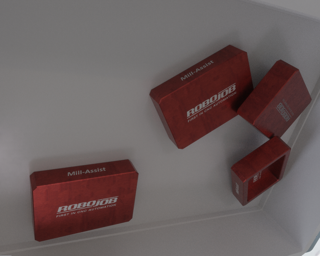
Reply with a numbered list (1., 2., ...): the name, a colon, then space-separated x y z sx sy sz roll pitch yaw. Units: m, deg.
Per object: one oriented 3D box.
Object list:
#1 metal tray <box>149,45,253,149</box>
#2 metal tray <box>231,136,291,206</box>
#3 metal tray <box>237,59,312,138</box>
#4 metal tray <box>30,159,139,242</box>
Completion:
1. metal tray: 0.061 -0.040 0.414 0.131 0.030 0.090 -31 129 -8
2. metal tray: 0.165 0.076 0.516 0.090 0.030 0.130 -33 147 -6
3. metal tray: 0.172 -0.033 0.455 0.090 0.030 0.131 -53 145 9
4. metal tray: -0.098 0.094 0.410 0.131 0.030 0.089 -5 121 -26
